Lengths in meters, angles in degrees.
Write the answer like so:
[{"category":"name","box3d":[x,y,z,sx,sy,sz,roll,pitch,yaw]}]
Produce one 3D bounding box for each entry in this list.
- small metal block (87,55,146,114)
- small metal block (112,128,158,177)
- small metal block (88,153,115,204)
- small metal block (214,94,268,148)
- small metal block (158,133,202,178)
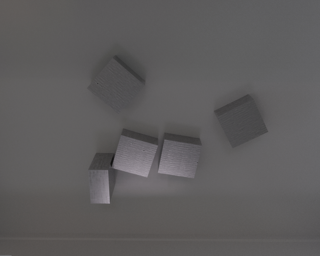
[{"category":"small metal block","box3d":[-0.054,-0.055,0.390,0.050,0.025,0.050,40,105,-14]},{"category":"small metal block","box3d":[-0.034,0.034,0.423,0.050,0.025,0.050,16,109,-6]},{"category":"small metal block","box3d":[-0.078,0.067,0.422,0.025,0.050,0.050,1,110,0]},{"category":"small metal block","box3d":[0.106,-0.009,0.409,0.050,0.025,0.050,-27,108,9]},{"category":"small metal block","box3d":[0.026,0.038,0.425,0.050,0.025,0.050,9,110,-4]}]
